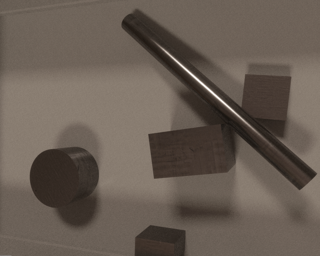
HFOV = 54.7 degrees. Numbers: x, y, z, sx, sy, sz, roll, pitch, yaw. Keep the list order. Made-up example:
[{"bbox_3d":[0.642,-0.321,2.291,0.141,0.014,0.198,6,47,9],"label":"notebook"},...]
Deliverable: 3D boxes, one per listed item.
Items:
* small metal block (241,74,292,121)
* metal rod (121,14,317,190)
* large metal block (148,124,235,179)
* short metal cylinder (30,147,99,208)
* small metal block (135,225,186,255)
[{"bbox_3d":[0.125,-0.036,0.366,0.050,0.025,0.050,7,92,19],"label":"small metal block"},{"bbox_3d":[0.055,-0.045,0.371,0.300,0.025,0.025,46,104,21],"label":"metal rod"},{"bbox_3d":[0.041,0.026,0.366,0.080,0.080,0.050,-8,88,19],"label":"large metal block"},{"bbox_3d":[-0.136,0.068,0.444,0.080,0.050,0.079,0,90,19],"label":"short metal cylinder"},{"bbox_3d":[0.001,0.148,0.396,0.050,0.050,0.025,2,91,19],"label":"small metal block"}]
